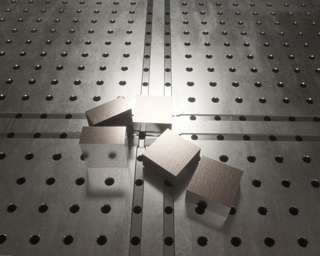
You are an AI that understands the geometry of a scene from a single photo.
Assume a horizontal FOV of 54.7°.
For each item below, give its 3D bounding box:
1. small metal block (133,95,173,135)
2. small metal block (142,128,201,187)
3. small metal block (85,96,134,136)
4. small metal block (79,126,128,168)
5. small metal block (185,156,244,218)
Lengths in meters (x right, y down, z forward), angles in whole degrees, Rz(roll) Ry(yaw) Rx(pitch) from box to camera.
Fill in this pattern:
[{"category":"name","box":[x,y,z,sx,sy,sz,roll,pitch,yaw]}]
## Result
[{"category":"small metal block","box":[-0.009,-0.018,0.423,0.050,0.025,0.050,3,50,1]},{"category":"small metal block","box":[0.014,0.035,0.378,0.050,0.025,0.050,31,56,23]},{"category":"small metal block","box":[-0.063,-0.006,0.396,0.050,0.050,0.025,-26,55,-20]},{"category":"small metal block","box":[-0.065,0.024,0.371,0.050,0.050,0.025,0,50,0]},{"category":"small metal block","box":[0.062,0.066,0.353,0.050,0.025,0.050,20,53,16]}]
